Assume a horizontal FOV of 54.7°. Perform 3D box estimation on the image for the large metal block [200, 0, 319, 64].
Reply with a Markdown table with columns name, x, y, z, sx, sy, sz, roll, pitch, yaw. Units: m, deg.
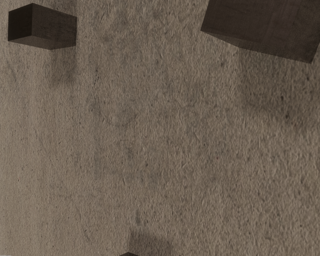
| name | x | y | z | sx | sy | sz | roll | pitch | yaw |
| --- | --- | --- | --- | --- | --- | --- | --- | --- | --- |
| large metal block | 0.099 | -0.099 | 0.287 | 0.080 | 0.081 | 0.050 | 26 | 106 | 36 |

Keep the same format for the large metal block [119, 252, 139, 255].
| name | x | y | z | sx | sy | sz | roll | pitch | yaw |
| --- | --- | --- | --- | --- | --- | --- | --- | --- | --- |
| large metal block | -0.032 | 0.223 | 0.413 | 0.080 | 0.050 | 0.079 | 0 | 90 | 39 |

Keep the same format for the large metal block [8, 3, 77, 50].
| name | x | y | z | sx | sy | sz | roll | pitch | yaw |
| --- | --- | --- | --- | --- | --- | --- | --- | --- | --- |
| large metal block | -0.202 | -0.170 | 0.532 | 0.080 | 0.081 | 0.050 | 5 | 93 | 39 |
